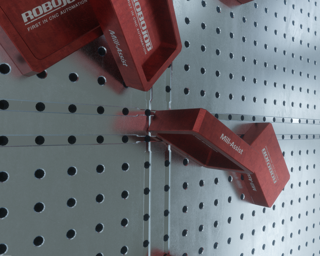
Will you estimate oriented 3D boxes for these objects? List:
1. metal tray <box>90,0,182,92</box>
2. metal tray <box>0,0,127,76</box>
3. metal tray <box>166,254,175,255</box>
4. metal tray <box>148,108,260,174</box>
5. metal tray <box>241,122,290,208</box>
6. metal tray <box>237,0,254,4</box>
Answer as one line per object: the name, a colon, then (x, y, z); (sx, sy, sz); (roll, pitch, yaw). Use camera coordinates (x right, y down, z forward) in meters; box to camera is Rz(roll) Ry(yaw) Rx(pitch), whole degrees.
metal tray: (-0.020, -0.117, 0.353); (0.090, 0.030, 0.130); (-54, 147, -26)
metal tray: (-0.105, -0.123, 0.316); (0.131, 0.030, 0.090); (-44, 116, -31)
metal tray: (0.047, 0.242, 0.444); (0.130, 0.030, 0.090); (32, 70, -35)
metal tray: (0.060, 0.019, 0.415); (0.130, 0.090, 0.030); (34, 69, -35)
metal tray: (0.186, 0.066, 0.560); (0.090, 0.030, 0.130); (-41, 115, -32)
metal tray: (0.133, -0.287, 0.514); (0.091, 0.030, 0.129); (13, 82, -39)
